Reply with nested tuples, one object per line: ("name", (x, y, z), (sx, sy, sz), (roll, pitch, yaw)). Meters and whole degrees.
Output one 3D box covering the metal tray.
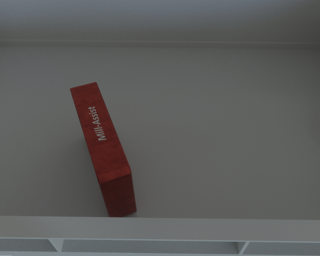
("metal tray", (-0.063, 0.024, 0.342), (0.030, 0.090, 0.130), (-17, 52, -14))
